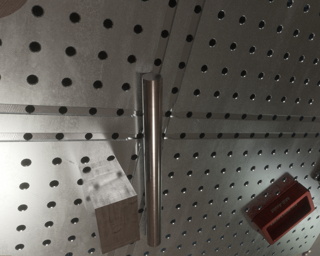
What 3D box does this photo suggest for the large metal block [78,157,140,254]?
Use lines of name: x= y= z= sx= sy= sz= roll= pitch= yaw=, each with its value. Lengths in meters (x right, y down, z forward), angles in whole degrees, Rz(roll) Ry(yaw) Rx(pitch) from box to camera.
large metal block: x=-0.066 y=0.098 z=0.402 sx=0.050 sy=0.080 sz=0.079 roll=-14 pitch=125 yaw=-21

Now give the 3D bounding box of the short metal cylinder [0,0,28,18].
short metal cylinder: x=-0.141 y=-0.130 z=0.238 sx=0.081 sy=0.050 sz=0.079 roll=-14 pitch=125 yaw=-21

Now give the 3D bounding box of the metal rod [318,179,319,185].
metal rod: x=0.411 y=-0.002 z=0.639 sx=0.025 sy=0.025 sz=0.298 roll=4 pitch=117 yaw=-31

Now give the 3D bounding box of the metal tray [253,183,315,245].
metal tray: x=0.273 y=0.189 z=0.677 sx=0.130 sy=0.030 sz=0.090 roll=-38 pitch=130 yaw=-3

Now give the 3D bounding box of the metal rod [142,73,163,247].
metal rod: x=-0.010 y=0.065 z=0.447 sx=0.025 sy=0.025 sz=0.298 roll=-14 pitch=124 yaw=-21
